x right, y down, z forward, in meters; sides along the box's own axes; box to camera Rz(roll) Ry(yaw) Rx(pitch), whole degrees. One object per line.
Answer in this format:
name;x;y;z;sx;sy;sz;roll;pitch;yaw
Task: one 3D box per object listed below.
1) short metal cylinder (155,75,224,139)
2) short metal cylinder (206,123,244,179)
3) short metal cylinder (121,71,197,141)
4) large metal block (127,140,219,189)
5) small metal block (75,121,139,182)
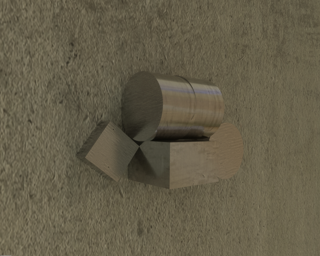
short metal cylinder;0.035;-0.025;0.401;0.050;0.080;0.080;1;90;-40
short metal cylinder;0.078;0.032;0.455;0.081;0.050;0.079;0;90;-40
short metal cylinder;-0.003;-0.024;0.368;0.050;0.080;0.080;1;90;-40
large metal block;0.016;0.040;0.385;0.081;0.080;0.050;1;90;-40
small metal block;-0.060;0.026;0.357;0.050;0.025;0.050;45;63;-31
